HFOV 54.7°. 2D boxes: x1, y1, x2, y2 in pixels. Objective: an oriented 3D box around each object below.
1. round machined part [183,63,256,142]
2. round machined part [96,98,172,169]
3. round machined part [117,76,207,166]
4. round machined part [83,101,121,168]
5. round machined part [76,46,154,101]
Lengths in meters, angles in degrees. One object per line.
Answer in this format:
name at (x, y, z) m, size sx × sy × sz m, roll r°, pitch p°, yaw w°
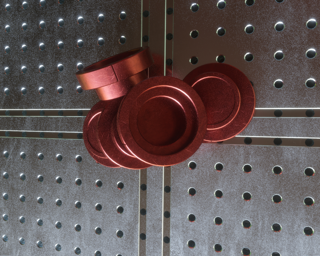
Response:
round machined part at (0.066, -0.032, 0.380) m, size 0.098 × 0.042 × 0.097 m, roll 0°, pitch 90°, yaw 19°
round machined part at (-0.028, 0.003, 0.387) m, size 0.099 × 0.042 × 0.097 m, roll 1°, pitch 87°, yaw -17°
round machined part at (0.000, -0.007, 0.352) m, size 0.099 × 0.042 × 0.097 m, roll 0°, pitch 89°, yaw -14°
round machined part at (-0.065, 0.006, 0.425) m, size 0.098 × 0.042 × 0.097 m, roll 0°, pitch 90°, yaw 19°
round machined part at (-0.053, -0.068, 0.397) m, size 0.098 × 0.098 × 0.042 m, roll -13°, pitch 111°, yaw 19°
